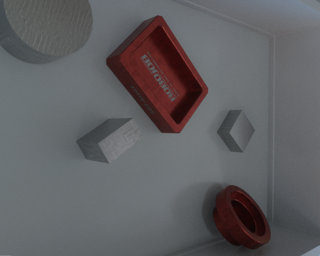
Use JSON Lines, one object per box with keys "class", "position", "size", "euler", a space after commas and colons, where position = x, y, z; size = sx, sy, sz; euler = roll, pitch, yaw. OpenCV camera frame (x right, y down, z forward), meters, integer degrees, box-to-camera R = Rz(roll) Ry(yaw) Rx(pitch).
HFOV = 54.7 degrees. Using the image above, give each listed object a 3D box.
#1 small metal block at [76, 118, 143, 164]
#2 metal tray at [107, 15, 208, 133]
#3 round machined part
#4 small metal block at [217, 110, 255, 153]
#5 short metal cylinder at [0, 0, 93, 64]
{"class": "small metal block", "position": [-0.056, 0.013, 0.345], "size": [0.050, 0.050, 0.025], "euler": [-39, 114, -33]}
{"class": "metal tray", "position": [0.003, -0.067, 0.407], "size": [0.130, 0.030, 0.090], "euler": [52, 60, -28]}
{"class": "round machined part", "position": [0.121, 0.141, 0.478], "size": [0.098, 0.042, 0.098], "euler": [34, 29, -22]}
{"class": "small metal block", "position": [0.128, 0.005, 0.517], "size": [0.050, 0.025, 0.050], "euler": [50, 61, -29]}
{"class": "short metal cylinder", "position": [-0.113, -0.105, 0.297], "size": [0.081, 0.050, 0.079], "euler": [0, 90, -40]}
